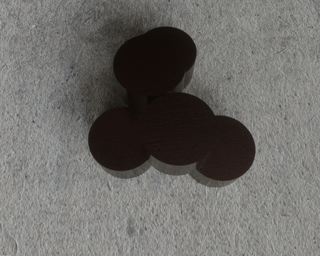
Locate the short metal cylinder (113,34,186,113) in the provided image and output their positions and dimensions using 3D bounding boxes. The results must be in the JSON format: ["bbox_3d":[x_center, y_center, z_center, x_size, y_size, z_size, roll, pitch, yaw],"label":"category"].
[{"bbox_3d":[-0.011,-0.062,0.365,0.080,0.050,0.080,0,70,0],"label":"short metal cylinder"}]

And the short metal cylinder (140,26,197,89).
[{"bbox_3d":[0.008,-0.092,0.430,0.081,0.050,0.080,0,70,0],"label":"short metal cylinder"}]

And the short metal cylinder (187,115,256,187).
[{"bbox_3d":[0.071,0.030,0.385,0.081,0.050,0.080,0,70,0],"label":"short metal cylinder"}]

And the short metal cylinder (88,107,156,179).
[{"bbox_3d":[-0.044,0.020,0.388,0.081,0.050,0.080,0,70,0],"label":"short metal cylinder"}]

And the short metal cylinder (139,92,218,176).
[{"bbox_3d":[0.019,0.008,0.339,0.081,0.050,0.080,0,70,-1],"label":"short metal cylinder"}]
